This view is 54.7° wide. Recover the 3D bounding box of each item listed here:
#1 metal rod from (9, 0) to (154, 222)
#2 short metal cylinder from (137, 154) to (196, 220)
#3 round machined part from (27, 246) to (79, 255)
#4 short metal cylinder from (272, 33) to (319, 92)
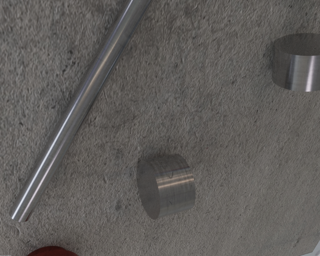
[{"bbox_3d":[-0.093,-0.017,0.345,0.025,0.025,0.299,23,106,-37],"label":"metal rod"},{"bbox_3d":[0.006,0.079,0.423,0.050,0.080,0.079,-9,122,-24],"label":"short metal cylinder"},{"bbox_3d":[-0.159,0.207,0.437,0.099,0.042,0.097,-14,124,-21],"label":"round machined part"},{"bbox_3d":[0.196,-0.091,0.422,0.081,0.080,0.050,-21,127,-16],"label":"short metal cylinder"}]
